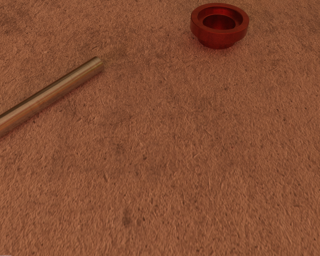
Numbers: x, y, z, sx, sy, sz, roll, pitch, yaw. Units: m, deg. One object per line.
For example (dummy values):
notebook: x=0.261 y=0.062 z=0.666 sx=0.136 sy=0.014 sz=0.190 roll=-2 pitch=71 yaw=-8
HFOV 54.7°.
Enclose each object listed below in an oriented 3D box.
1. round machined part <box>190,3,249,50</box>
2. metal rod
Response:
round machined part: x=0.101 y=-0.174 z=0.539 sx=0.099 sy=0.042 sz=0.098 roll=0 pitch=50 yaw=0
metal rod: x=-0.195 y=-0.014 z=0.413 sx=0.025 sy=0.025 sz=0.302 roll=33 pitch=57 yaw=25
